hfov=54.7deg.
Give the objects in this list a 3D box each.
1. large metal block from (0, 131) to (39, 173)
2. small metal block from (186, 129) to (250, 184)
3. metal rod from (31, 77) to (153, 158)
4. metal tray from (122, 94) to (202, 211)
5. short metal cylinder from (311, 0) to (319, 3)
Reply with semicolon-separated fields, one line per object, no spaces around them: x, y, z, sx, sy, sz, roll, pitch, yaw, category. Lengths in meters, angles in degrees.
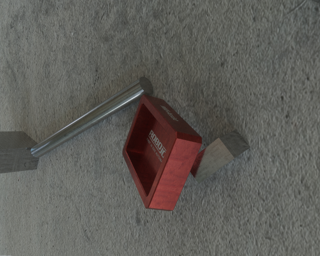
-0.294;0.045;0.608;0.080;0.081;0.050;28;108;36;large metal block
0.063;0.030;0.333;0.050;0.050;0.025;-43;75;31;small metal block
-0.127;-0.006;0.506;0.299;0.025;0.025;-25;74;36;metal rod
-0.005;0.023;0.365;0.089;0.030;0.130;-69;25;16;metal tray
0.144;-0.134;0.250;0.080;0.081;0.050;36;112;34;short metal cylinder
